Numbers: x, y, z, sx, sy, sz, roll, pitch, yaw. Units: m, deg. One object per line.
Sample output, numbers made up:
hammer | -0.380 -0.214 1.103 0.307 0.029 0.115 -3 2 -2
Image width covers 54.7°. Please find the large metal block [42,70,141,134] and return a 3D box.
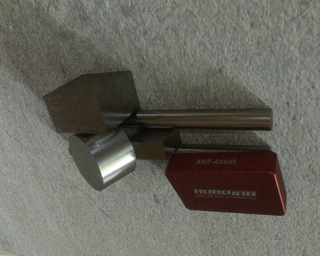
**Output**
large metal block | -0.083 -0.034 0.394 0.080 0.080 0.050 1 119 27

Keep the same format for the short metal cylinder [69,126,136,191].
short metal cylinder | -0.076 0.035 0.406 0.080 0.050 0.079 34 139 36

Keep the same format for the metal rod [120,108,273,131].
metal rod | -0.012 -0.011 0.407 0.301 0.025 0.025 1 119 27

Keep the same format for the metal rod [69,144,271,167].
metal rod | -0.005 0.033 0.430 0.300 0.025 0.025 0 119 27

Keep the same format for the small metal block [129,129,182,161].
small metal block | -0.006 0.017 0.404 0.050 0.050 0.025 1 119 27

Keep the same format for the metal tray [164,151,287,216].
metal tray | 0.082 0.070 0.386 0.130 0.030 0.090 -4 134 28
